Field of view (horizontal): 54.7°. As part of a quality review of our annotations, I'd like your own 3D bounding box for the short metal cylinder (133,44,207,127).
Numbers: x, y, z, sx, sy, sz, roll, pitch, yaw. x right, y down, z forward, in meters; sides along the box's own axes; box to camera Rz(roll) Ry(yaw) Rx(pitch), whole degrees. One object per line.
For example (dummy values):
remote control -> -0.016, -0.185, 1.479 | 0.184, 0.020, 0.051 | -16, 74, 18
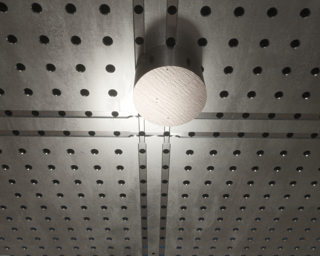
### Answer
short metal cylinder -> 0.010, -0.048, 0.355 | 0.081, 0.050, 0.079 | 0, 130, 0
